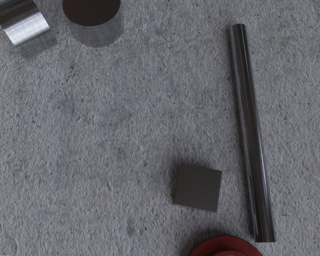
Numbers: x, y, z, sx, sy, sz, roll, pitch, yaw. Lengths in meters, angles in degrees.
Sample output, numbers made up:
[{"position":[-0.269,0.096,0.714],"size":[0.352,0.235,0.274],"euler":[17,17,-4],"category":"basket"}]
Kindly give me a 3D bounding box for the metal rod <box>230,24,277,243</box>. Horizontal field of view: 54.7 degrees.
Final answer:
[{"position":[0.120,-0.008,0.411],"size":[0.025,0.025,0.299],"euler":[-1,70,-1],"category":"metal rod"}]

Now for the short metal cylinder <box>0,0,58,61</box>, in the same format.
[{"position":[-0.186,-0.141,0.429],"size":[0.050,0.080,0.080],"euler":[-33,74,-11],"category":"short metal cylinder"}]

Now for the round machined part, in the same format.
[{"position":[0.075,0.169,0.338],"size":[0.099,0.042,0.098],"euler":[0,70,0],"category":"round machined part"}]

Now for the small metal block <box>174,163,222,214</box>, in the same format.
[{"position":[0.046,0.075,0.381],"size":[0.050,0.025,0.050],"euler":[11,70,3],"category":"small metal block"}]

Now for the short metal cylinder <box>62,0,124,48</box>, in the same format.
[{"position":[-0.095,-0.166,0.455],"size":[0.081,0.050,0.080],"euler":[0,70,0],"category":"short metal cylinder"}]
